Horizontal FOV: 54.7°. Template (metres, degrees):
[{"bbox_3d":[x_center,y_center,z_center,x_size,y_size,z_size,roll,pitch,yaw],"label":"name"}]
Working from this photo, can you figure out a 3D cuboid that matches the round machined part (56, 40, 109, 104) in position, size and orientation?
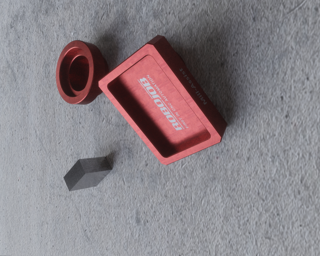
[{"bbox_3d":[-0.118,-0.085,0.489,0.098,0.042,0.097,0,90,39],"label":"round machined part"}]

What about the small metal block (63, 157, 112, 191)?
[{"bbox_3d":[-0.111,0.070,0.478,0.050,0.050,0.025,-45,63,30],"label":"small metal block"}]

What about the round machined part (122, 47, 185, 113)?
[{"bbox_3d":[-0.016,-0.061,0.405,0.098,0.042,0.097,0,90,39],"label":"round machined part"}]

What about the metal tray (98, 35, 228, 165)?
[{"bbox_3d":[0.003,-0.026,0.353,0.090,0.030,0.130,-29,106,36],"label":"metal tray"}]
